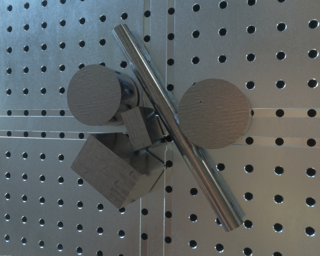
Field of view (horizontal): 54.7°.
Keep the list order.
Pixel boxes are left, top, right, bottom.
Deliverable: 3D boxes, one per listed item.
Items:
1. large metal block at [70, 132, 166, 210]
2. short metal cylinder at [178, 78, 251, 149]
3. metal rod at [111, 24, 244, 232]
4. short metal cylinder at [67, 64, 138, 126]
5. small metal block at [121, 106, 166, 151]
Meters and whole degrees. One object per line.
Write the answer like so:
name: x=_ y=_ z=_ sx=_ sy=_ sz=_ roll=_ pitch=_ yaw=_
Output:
large metal block: x=-0.050 y=0.049 z=0.396 sx=0.080 sy=0.080 sz=0.050 roll=36 pitch=102 yaw=17
short metal cylinder: x=0.067 y=-0.016 z=0.372 sx=0.080 sy=0.050 sz=0.079 roll=0 pitch=90 yaw=20
metal rod: x=0.017 y=-0.008 z=0.402 sx=0.025 sy=0.025 sz=0.299 roll=-33 pitch=80 yaw=17
short metal cylinder: x=-0.078 y=-0.043 z=0.423 sx=0.080 sy=0.050 sz=0.079 roll=0 pitch=90 yaw=20
small metal block: x=-0.021 y=0.001 z=0.402 sx=0.025 sy=0.050 sz=0.050 roll=-22 pitch=83 yaw=19
